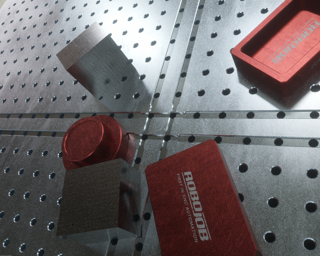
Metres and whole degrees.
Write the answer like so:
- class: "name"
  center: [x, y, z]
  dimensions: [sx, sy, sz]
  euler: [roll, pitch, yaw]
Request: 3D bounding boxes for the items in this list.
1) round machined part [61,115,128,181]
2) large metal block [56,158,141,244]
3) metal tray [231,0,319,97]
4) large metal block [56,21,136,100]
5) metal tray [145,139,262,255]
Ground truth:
- class: "round machined part"
  center: [-0.097, 0.023, 0.434]
  dimensions: [0.098, 0.042, 0.098]
  euler: [-13, 56, 20]
- class: "large metal block"
  center: [-0.071, 0.090, 0.374]
  dimensions: [0.080, 0.050, 0.080]
  euler: [-15, 56, 20]
- class: "metal tray"
  center: [0.167, -0.110, 0.384]
  dimensions: [0.130, 0.030, 0.090]
  euler: [-43, 51, -2]
- class: "large metal block"
  center: [-0.100, -0.105, 0.490]
  dimensions: [0.080, 0.080, 0.050]
  euler: [-41, 51, 1]
- class: "metal tray"
  center: [0.040, 0.086, 0.331]
  dimensions: [0.090, 0.030, 0.130]
  euler: [-24, 53, 13]
